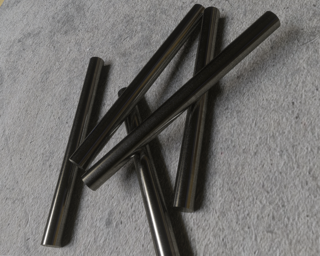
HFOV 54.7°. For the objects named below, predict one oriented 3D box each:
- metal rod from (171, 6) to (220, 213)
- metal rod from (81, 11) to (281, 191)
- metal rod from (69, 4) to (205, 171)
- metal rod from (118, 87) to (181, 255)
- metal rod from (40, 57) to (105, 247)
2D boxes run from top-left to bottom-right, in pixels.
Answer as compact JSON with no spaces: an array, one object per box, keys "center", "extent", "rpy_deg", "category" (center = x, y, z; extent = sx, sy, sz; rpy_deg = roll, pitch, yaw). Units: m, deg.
[{"center":[0.051,-0.043,0.403],"extent":[0.025,0.025,0.300],"rpy_deg":[-3,60,27],"category":"metal rod"},{"center":[0.026,-0.033,0.377],"extent":[0.300,0.025,0.025],"rpy_deg":[-42,51,-1],"category":"metal rod"},{"center":[-0.020,-0.069,0.431],"extent":[0.025,0.025,0.300],"rpy_deg":[20,64,35],"category":"metal rod"},{"center":[-0.013,0.062,0.372],"extent":[0.025,0.025,0.299],"rpy_deg":[-27,52,11],"category":"metal rod"},{"center":[-0.122,0.017,0.457],"extent":[0.025,0.025,0.299],"rpy_deg":[-8,58,24],"category":"metal rod"}]
